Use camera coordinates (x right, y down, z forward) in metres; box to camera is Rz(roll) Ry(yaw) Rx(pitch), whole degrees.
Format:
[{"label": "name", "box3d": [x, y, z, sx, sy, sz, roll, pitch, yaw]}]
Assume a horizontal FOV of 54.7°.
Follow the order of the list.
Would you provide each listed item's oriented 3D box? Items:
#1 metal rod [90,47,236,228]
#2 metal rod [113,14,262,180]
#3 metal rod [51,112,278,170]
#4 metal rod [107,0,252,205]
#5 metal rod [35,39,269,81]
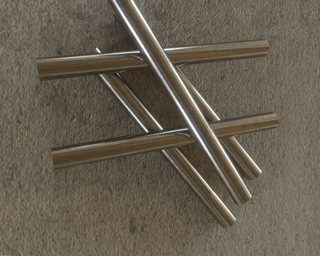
[{"label": "metal rod", "box3d": [0.007, 0.022, 0.413, 0.025, 0.025, 0.300, -43, 104, -15]}, {"label": "metal rod", "box3d": [0.046, -0.040, 0.428, 0.025, 0.025, 0.300, -45, 104, -15]}, {"label": "metal rod", "box3d": [0.022, 0.011, 0.393, 0.303, 0.025, 0.025, -9, 93, -20]}, {"label": "metal rod", "box3d": [0.027, -0.032, 0.368, 0.025, 0.025, 0.299, -37, 102, -17]}, {"label": "metal rod", "box3d": [0.007, -0.089, 0.387, 0.303, 0.025, 0.025, -10, 94, -20]}]
